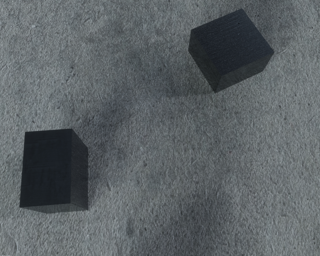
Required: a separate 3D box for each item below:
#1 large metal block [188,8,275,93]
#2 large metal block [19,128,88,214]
[{"bbox_3d":[0.096,-0.108,0.435,0.080,0.050,0.080,-25,72,-9],"label":"large metal block"},{"bbox_3d":[-0.117,0.053,0.359,0.050,0.080,0.080,-4,70,-2],"label":"large metal block"}]
